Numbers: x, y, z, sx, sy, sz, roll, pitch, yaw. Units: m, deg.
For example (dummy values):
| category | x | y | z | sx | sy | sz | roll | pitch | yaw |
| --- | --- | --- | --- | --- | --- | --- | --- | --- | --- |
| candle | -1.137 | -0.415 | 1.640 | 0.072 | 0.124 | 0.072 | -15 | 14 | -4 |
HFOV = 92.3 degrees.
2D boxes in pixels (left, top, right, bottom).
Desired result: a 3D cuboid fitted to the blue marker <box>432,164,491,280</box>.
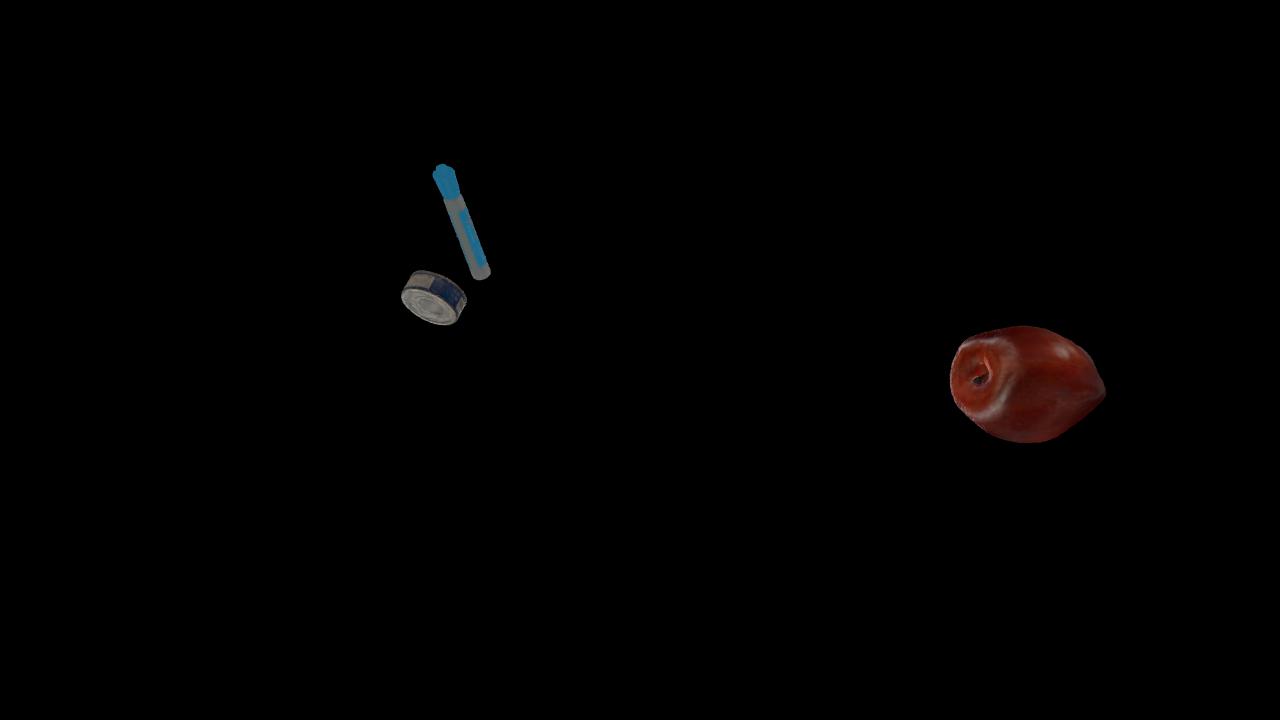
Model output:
| category | x | y | z | sx | sy | sz | roll | pitch | yaw |
| --- | --- | --- | --- | --- | --- | --- | --- | --- | --- |
| blue marker | -0.162 | -0.124 | 0.564 | 0.020 | 0.020 | 0.121 | 0 | -41 | 7 |

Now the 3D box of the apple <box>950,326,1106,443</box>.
| category | x | y | z | sx | sy | sz | roll | pitch | yaw |
| --- | --- | --- | --- | --- | --- | --- | --- | --- | --- |
| apple | 0.259 | 0.016 | 0.415 | 0.093 | 0.079 | 0.079 | 5 | -1 | -16 |

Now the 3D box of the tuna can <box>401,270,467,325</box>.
| category | x | y | z | sx | sy | sz | roll | pitch | yaw |
| --- | --- | --- | --- | --- | --- | --- | --- | --- | --- |
| tuna can | -0.289 | -0.085 | 0.863 | 0.084 | 0.034 | 0.084 | 12 | -31 | 8 |
